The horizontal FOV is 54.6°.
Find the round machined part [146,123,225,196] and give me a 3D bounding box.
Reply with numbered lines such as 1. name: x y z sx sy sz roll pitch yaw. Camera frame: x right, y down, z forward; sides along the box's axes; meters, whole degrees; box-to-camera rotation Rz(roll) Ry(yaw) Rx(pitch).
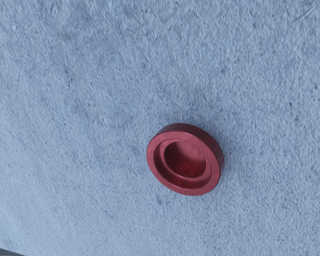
1. round machined part: 0.036 0.036 0.400 0.098 0.042 0.097 13 124 21
